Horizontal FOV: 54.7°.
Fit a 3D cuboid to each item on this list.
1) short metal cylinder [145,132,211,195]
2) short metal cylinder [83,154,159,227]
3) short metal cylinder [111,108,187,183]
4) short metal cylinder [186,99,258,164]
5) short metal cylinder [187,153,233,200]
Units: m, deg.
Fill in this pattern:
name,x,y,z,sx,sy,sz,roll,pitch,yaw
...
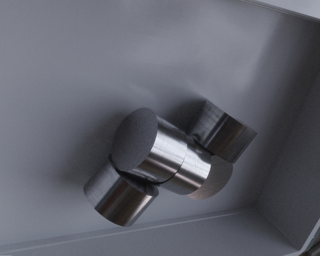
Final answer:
name,x,y,z,sx,sy,sz,roll,pitch,yaw
short metal cylinder,0.020,0.043,0.411,0.050,0.080,0.080,30,101,-38
short metal cylinder,-0.048,0.077,0.394,0.080,0.080,0.050,33,100,-39
short metal cylinder,-0.014,0.022,0.378,0.050,0.080,0.080,29,102,-38
short metal cylinder,0.084,0.004,0.421,0.080,0.080,0.050,26,104,-37
short metal cylinder,0.061,0.060,0.462,0.081,0.050,0.079,-14,125,-21
